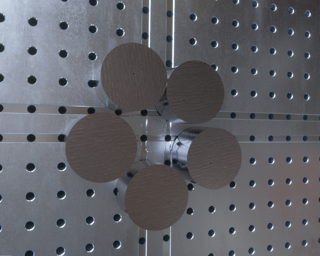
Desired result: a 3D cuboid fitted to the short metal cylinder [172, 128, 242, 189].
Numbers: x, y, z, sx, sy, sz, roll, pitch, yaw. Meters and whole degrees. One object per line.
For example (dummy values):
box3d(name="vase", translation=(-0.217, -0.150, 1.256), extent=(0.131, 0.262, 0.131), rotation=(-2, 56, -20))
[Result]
box3d(name="short metal cylinder", translation=(0.062, 0.039, 0.421), extent=(0.081, 0.050, 0.079), rotation=(-1, 92, -20))

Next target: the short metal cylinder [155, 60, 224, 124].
box3d(name="short metal cylinder", translation=(0.037, -0.045, 0.412), extent=(0.081, 0.050, 0.079), rotation=(0, 90, -20))

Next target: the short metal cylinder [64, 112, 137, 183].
box3d(name="short metal cylinder", translation=(-0.073, 0.022, 0.372), extent=(0.081, 0.050, 0.079), rotation=(0, 91, -20))

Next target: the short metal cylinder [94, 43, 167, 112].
box3d(name="short metal cylinder", translation=(-0.038, -0.060, 0.385), extent=(0.081, 0.050, 0.079), rotation=(0, 90, -20))

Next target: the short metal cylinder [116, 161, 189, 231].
box3d(name="short metal cylinder", translation=(-0.011, 0.083, 0.394), extent=(0.081, 0.050, 0.080), rotation=(0, 90, -19))
